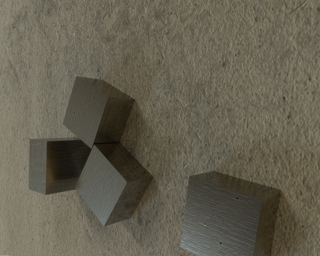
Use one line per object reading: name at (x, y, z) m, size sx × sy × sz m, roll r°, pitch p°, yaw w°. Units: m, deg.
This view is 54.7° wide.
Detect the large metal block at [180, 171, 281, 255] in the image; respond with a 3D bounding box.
large metal block at (0.073, 0.097, 0.328) m, size 0.080 × 0.050 × 0.079 m, roll 12°, pitch 98°, yaw 39°

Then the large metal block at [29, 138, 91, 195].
large metal block at (-0.161, 0.058, 0.502) m, size 0.050 × 0.081 × 0.079 m, roll 3°, pitch 92°, yaw 40°

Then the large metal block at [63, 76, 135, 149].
large metal block at (-0.094, -0.024, 0.466) m, size 0.080 × 0.050 × 0.079 m, roll 33°, pitch 110°, yaw 35°

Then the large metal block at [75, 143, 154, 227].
large metal block at (-0.068, 0.078, 0.445) m, size 0.080 × 0.050 × 0.080 m, roll 42°, pitch 115°, yaw 32°
